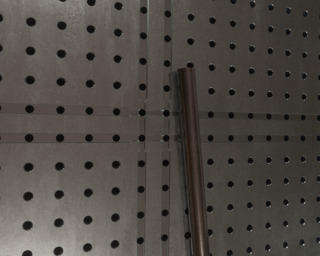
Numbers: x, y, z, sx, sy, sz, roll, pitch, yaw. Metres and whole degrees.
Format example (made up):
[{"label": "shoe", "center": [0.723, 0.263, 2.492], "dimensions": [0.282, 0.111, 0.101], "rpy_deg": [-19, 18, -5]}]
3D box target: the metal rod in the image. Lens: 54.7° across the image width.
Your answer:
[{"label": "metal rod", "center": [0.048, 0.067, 0.431], "dimensions": [0.025, 0.025, 0.298], "rpy_deg": [-6, 92, -20]}]
